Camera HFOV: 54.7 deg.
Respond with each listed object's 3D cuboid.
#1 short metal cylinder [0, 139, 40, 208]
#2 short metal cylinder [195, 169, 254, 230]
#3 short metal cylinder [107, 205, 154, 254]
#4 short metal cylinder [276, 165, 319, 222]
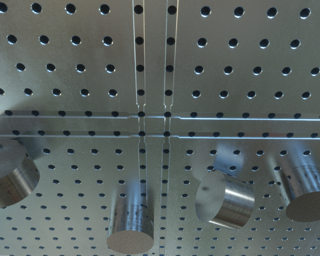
[{"bbox_3d":[-0.215,0.061,0.424,0.080,0.080,0.050,-5,130,4],"label":"short metal cylinder"},{"bbox_3d":[0.096,0.109,0.470,0.050,0.080,0.080,21,127,-18],"label":"short metal cylinder"},{"bbox_3d":[-0.051,0.180,0.548,0.081,0.050,0.079,0,130,0],"label":"short metal cylinder"},{"bbox_3d":[0.232,0.104,0.488,0.081,0.050,0.079,0,130,0],"label":"short metal cylinder"}]
